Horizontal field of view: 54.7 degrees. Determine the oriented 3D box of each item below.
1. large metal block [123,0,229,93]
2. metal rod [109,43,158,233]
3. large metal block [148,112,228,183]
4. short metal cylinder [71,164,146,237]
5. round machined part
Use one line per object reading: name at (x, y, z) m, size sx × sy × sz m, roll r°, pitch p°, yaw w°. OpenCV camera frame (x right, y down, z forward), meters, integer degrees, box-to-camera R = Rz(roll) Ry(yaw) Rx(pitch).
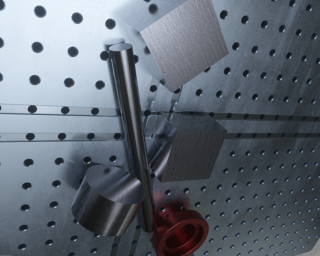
large metal block at (0.019, -0.100, 0.344) m, size 0.080 × 0.050 × 0.080 m, roll -35°, pitch 129°, yaw -5°
metal rod at (-0.029, 0.036, 0.417) m, size 0.025 × 0.025 × 0.298 m, roll -18°, pitch 126°, yaw -18°
large metal block at (0.035, 0.026, 0.430) m, size 0.081 × 0.050 × 0.079 m, roll 1°, pitch 118°, yaw -29°
short metal cylinder at (-0.065, 0.090, 0.396) m, size 0.081 × 0.080 × 0.050 m, roll 14°, pitch 111°, yaw -34°
round machined part at (0.030, 0.176, 0.526) m, size 0.099 × 0.042 × 0.097 m, roll -14°, pitch 124°, yaw -21°
